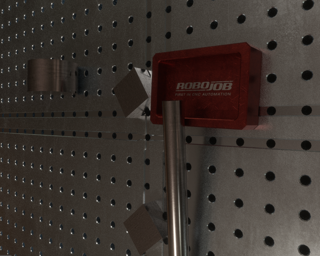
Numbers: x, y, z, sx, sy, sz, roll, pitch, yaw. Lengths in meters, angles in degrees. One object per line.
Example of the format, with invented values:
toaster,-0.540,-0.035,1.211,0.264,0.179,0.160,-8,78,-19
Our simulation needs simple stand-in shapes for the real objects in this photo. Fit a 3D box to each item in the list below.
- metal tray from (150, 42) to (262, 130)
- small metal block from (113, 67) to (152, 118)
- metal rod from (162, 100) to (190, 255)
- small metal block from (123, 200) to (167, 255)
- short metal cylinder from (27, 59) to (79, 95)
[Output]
metal tray,0.048,-0.046,0.364,0.130,0.030,0.089,4,93,39
small metal block,-0.033,-0.048,0.435,0.050,0.025,0.050,-38,67,33
metal rod,0.021,0.117,0.368,0.025,0.025,0.298,3,99,39
small metal block,-0.016,0.135,0.421,0.050,0.025,0.050,-48,62,29
short metal cylinder,-0.178,-0.083,0.517,0.080,0.081,0.050,2,91,39
